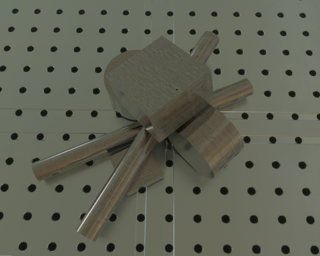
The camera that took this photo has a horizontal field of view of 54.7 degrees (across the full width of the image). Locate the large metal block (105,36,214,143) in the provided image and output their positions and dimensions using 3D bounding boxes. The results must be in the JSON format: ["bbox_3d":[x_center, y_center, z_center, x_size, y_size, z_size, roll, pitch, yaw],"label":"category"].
[{"bbox_3d":[0.001,-0.045,0.344,0.080,0.050,0.080,-38,57,-12],"label":"large metal block"}]

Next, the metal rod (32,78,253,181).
[{"bbox_3d":[-0.016,-0.001,0.408,0.302,0.025,0.025,-22,72,-8],"label":"metal rod"}]

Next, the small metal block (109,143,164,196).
[{"bbox_3d":[-0.029,0.050,0.389,0.050,0.025,0.050,-26,72,-10],"label":"small metal block"}]

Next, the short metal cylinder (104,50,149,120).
[{"bbox_3d":[-0.031,-0.057,0.415,0.081,0.050,0.080,0,70,0],"label":"short metal cylinder"}]

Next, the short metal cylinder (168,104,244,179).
[{"bbox_3d":[0.053,0.015,0.374,0.050,0.080,0.080,-42,75,-13],"label":"short metal cylinder"}]

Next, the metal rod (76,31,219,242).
[{"bbox_3d":[-0.005,-0.004,0.383,0.025,0.025,0.300,29,72,10],"label":"metal rod"}]
